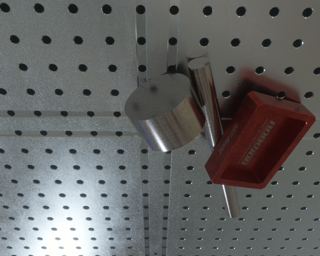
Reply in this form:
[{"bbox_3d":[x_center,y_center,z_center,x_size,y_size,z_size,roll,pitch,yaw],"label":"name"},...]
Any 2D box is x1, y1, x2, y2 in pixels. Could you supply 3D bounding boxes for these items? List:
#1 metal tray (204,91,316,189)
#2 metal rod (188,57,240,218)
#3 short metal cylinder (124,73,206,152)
[{"bbox_3d":[0.127,0.022,0.406,0.091,0.030,0.129,11,123,-22],"label":"metal tray"},{"bbox_3d":[0.085,0.036,0.442,0.025,0.025,0.299,-13,129,10],"label":"metal rod"},{"bbox_3d":[0.006,-0.019,0.359,0.080,0.080,0.050,-18,128,15],"label":"short metal cylinder"}]
